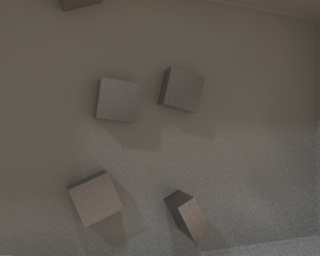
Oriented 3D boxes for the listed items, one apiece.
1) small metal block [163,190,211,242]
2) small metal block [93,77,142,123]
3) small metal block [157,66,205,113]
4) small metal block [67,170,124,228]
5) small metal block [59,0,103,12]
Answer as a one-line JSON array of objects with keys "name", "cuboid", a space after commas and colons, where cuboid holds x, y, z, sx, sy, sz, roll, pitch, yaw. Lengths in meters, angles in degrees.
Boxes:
[{"name": "small metal block", "cuboid": [0.034, 0.114, 0.410, 0.025, 0.050, 0.050, -29, 100, -18]}, {"name": "small metal block", "cuboid": [-0.054, -0.034, 0.391, 0.050, 0.025, 0.050, 8, 87, -20]}, {"name": "small metal block", "cuboid": [0.029, -0.050, 0.421, 0.050, 0.025, 0.050, 14, 85, -20]}, {"name": "small metal block", "cuboid": [-0.080, 0.086, 0.381, 0.050, 0.025, 0.050, -23, 98, -19]}, {"name": "small metal block", "cuboid": [-0.092, -0.162, 0.363, 0.050, 0.050, 0.025, -22, 98, -19]}]
